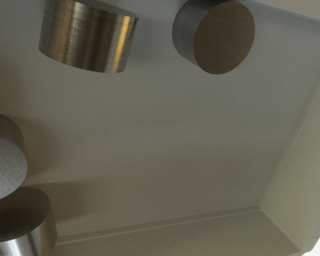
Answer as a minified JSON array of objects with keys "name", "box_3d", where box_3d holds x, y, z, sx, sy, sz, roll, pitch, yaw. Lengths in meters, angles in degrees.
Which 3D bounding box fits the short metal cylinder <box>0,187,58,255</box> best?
[{"name":"short metal cylinder","box_3d":[-0.163,0.114,0.354,0.081,0.080,0.050,-13,124,-21]}]

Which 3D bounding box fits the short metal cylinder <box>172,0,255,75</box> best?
[{"name":"short metal cylinder","box_3d":[0.061,-0.108,0.359,0.081,0.050,0.079,-14,124,-21]}]

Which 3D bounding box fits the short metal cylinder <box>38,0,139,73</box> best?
[{"name":"short metal cylinder","box_3d":[-0.065,-0.088,0.283,0.081,0.080,0.050,4,116,-31]}]

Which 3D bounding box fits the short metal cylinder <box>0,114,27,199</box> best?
[{"name":"short metal cylinder","box_3d":[-0.180,0.029,0.312,0.081,0.050,0.079,-14,124,-21]}]
